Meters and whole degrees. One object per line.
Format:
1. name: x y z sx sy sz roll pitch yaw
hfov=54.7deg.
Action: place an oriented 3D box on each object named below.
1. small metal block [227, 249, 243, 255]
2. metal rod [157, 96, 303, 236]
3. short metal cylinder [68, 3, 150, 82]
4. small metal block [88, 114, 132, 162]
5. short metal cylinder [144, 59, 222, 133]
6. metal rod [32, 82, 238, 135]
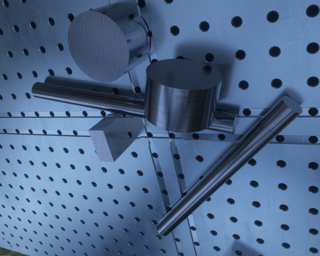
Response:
1. small metal block: 0.123 0.226 0.486 0.050 0.025 0.050 27 128 11
2. metal rod: 0.072 0.071 0.416 0.025 0.025 0.298 37 129 3
3. short metal cylinder: -0.059 -0.100 0.364 0.080 0.050 0.079 13 124 21
4. small metal block: -0.069 0.013 0.440 0.025 0.050 0.050 0 119 28
5. short metal cylinder: 0.024 -0.038 0.340 0.080 0.080 0.050 17 125 18
6. metal rod: -0.049 -0.031 0.417 0.301 0.025 0.025 11 123 22
